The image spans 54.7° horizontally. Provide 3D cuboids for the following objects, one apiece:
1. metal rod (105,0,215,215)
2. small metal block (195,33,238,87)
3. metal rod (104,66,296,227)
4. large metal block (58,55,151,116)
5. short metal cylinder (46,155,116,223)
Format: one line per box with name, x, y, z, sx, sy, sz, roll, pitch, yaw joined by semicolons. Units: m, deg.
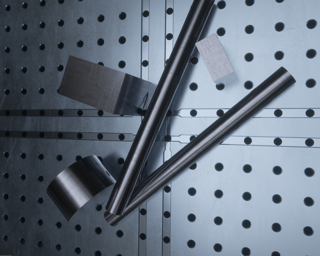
metal rod;-0.001;-0.029;0.398;0.025;0.025;0.299;24;93;18
small metal block;0.070;-0.080;0.374;0.025;0.050;0.050;-26;82;18
metal rod;0.040;0.033;0.397;0.299;0.025;0.025;-41;78;15
large metal block;-0.069;-0.053;0.407;0.080;0.080;0.050;20;97;18
short metal cylinder;-0.103;0.082;0.418;0.080;0.080;0.050;-45;76;14
